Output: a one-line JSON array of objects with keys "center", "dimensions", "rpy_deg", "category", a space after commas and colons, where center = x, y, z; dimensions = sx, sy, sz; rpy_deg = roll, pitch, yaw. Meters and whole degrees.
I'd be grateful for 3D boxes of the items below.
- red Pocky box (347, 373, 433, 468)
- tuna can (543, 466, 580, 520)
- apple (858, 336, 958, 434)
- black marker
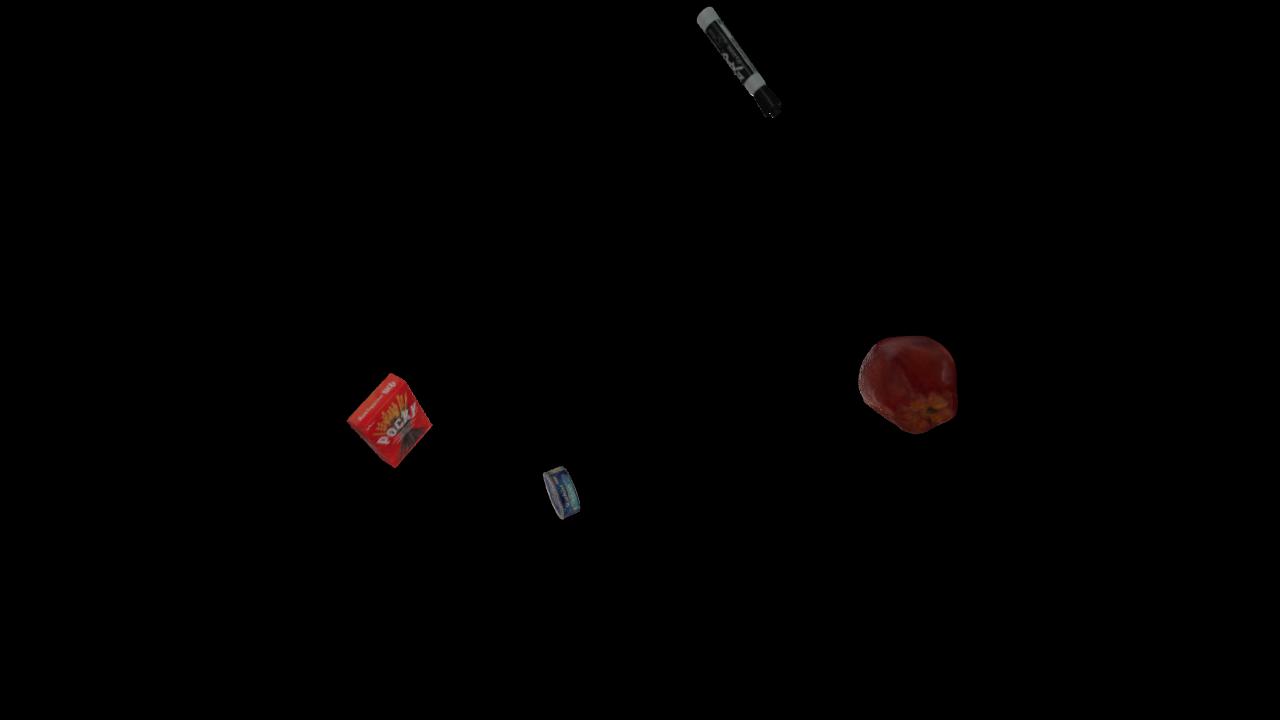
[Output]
[{"center": [-0.334, 0.086, 0.833], "dimensions": [0.028, 0.083, 0.155], "rpy_deg": [31, -26, 12], "category": "red Pocky box"}, {"center": [-0.130, 0.221, 1.026], "dimensions": [0.034, 0.084, 0.084], "rpy_deg": [-20, 7, -21], "category": "tuna can"}, {"center": [0.230, 0.019, 0.524], "dimensions": [0.079, 0.079, 0.093], "rpy_deg": [0, 25, 4], "category": "apple"}, {"center": [0.094, -0.277, 0.576], "dimensions": [0.020, 0.121, 0.020], "rpy_deg": [-33, -6, -4], "category": "black marker"}]
